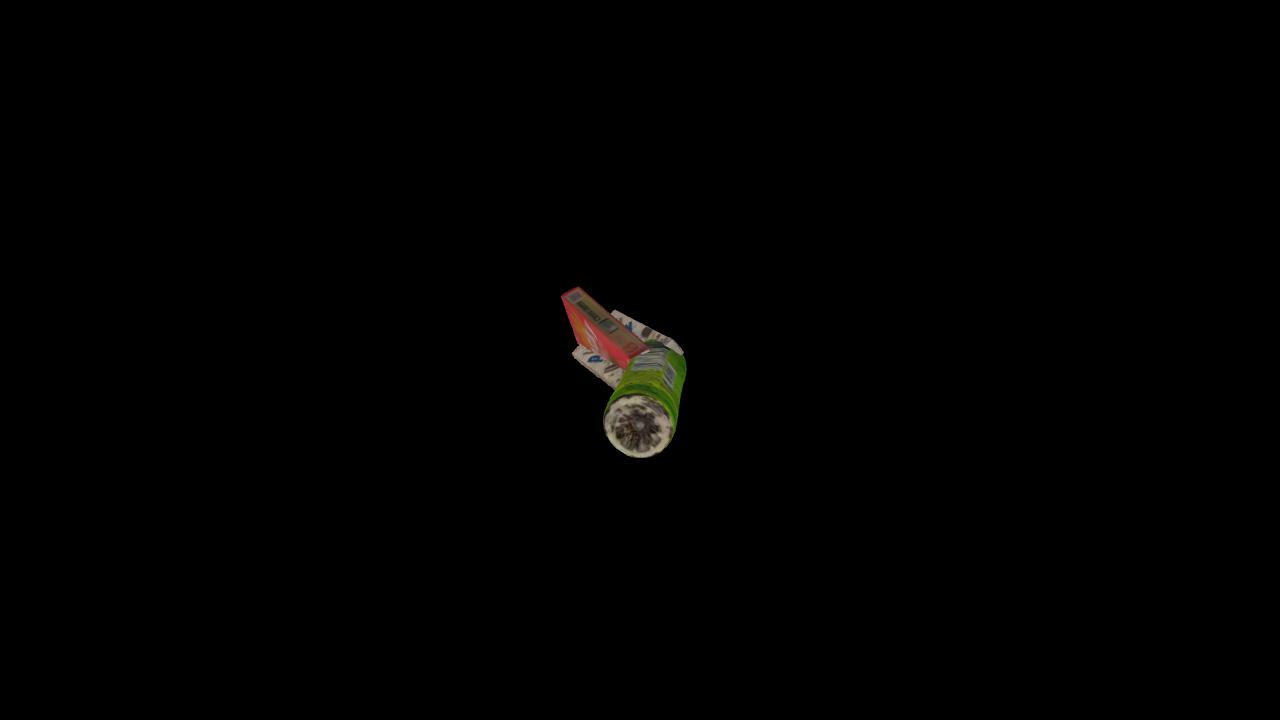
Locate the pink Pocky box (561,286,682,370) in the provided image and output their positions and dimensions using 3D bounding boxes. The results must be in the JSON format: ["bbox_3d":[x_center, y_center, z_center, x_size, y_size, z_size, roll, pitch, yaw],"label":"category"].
[{"bbox_3d":[-0.036,-0.018,0.726,0.029,0.084,0.155,-33,48,-17],"label":"pink Pocky box"}]

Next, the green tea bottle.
[{"bbox_3d":[0.014,0.023,0.657,0.073,0.073,0.212,0,22,11],"label":"green tea bottle"}]

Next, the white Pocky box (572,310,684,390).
[{"bbox_3d":[-0.019,-0.008,0.732,0.028,0.084,0.154,49,-9,-31],"label":"white Pocky box"}]
